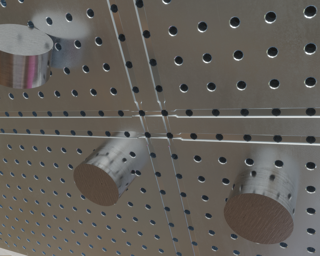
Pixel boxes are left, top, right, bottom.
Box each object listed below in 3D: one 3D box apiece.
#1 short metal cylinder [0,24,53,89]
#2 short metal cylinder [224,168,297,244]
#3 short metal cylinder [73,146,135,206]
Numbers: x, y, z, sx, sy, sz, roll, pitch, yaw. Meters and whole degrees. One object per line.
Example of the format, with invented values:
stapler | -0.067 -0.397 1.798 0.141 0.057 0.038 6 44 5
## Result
short metal cylinder | -0.187 -0.096 0.412 0.080 0.080 0.050 29 128 9
short metal cylinder | 0.126 0.097 0.388 0.080 0.050 0.079 13 124 20
short metal cylinder | -0.086 0.075 0.485 0.080 0.050 0.079 13 124 20
